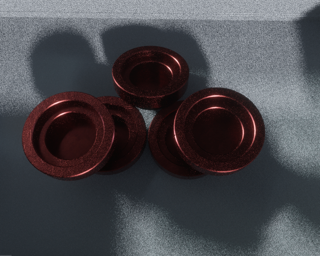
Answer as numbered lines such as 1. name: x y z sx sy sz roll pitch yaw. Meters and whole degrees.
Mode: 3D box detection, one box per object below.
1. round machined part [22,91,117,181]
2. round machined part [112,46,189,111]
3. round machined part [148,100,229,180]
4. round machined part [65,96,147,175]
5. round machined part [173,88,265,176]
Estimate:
1. round machined part: -0.098 0.011 0.350 0.099 0.042 0.098 0 70 0
2. round machined part: -0.012 -0.062 0.411 0.099 0.042 0.098 1 52 -1
3. round machined part: 0.035 0.017 0.393 0.099 0.042 0.098 0 70 0
4. round machined part: -0.066 0.012 0.394 0.099 0.042 0.098 0 70 0
5. round machined part: 0.064 0.007 0.353 0.099 0.042 0.098 0 70 0
